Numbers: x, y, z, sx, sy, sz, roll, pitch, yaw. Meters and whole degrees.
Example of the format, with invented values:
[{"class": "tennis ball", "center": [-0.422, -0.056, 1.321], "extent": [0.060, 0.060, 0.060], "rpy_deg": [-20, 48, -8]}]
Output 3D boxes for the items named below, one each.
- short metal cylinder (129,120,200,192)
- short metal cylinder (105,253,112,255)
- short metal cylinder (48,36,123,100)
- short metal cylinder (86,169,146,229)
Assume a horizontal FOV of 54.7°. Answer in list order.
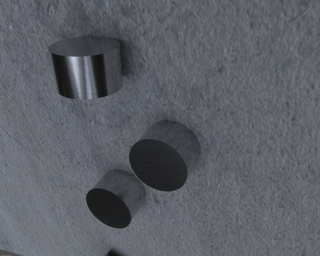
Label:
[{"class": "short metal cylinder", "center": [0.007, 0.036, 0.408], "extent": [0.080, 0.050, 0.079], "rpy_deg": [13, 124, 20]}, {"class": "short metal cylinder", "center": [-0.106, 0.296, 0.607], "extent": [0.050, 0.080, 0.079], "rpy_deg": [31, 128, 8]}, {"class": "short metal cylinder", "center": [-0.086, -0.074, 0.369], "extent": [0.080, 0.080, 0.050], "rpy_deg": [13, 124, 21]}, {"class": "short metal cylinder", "center": [-0.069, 0.113, 0.495], "extent": [0.080, 0.050, 0.079], "rpy_deg": [13, 124, 20]}]
